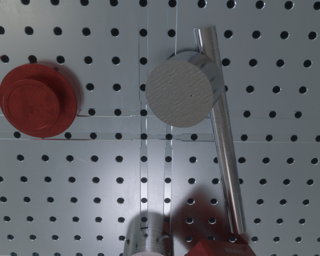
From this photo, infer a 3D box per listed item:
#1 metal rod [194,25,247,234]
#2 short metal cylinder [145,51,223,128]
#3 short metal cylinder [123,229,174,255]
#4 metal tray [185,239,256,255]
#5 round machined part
[{"bbox_3d":[0.086,0.016,0.419,0.025,0.025,0.298,-12,110,4],"label":"metal rod"},{"bbox_3d":[0.030,-0.047,0.369,0.080,0.050,0.079,10,117,19],"label":"short metal cylinder"},{"bbox_3d":[-0.018,0.203,0.475,0.081,0.050,0.079,0,110,0],"label":"short metal cylinder"},{"bbox_3d":[0.079,0.209,0.456,0.131,0.030,0.090,25,111,-41],"label":"metal tray"},{"bbox_3d":[-0.154,-0.032,0.391,0.099,0.042,0.097,0,110,0],"label":"round machined part"}]
